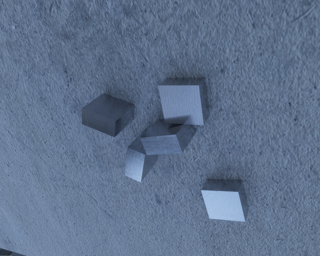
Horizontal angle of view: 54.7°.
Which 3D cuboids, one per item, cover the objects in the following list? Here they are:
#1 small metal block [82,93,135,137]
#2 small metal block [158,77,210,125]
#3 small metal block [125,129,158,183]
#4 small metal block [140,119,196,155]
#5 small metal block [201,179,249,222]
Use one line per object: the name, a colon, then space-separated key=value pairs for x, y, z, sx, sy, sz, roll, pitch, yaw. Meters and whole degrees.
small metal block: x=-0.069 y=-0.019 z=0.415 sx=0.050 sy=0.050 sz=0.025 roll=21 pitch=126 yaw=15
small metal block: x=0.030 y=-0.032 z=0.371 sx=0.050 sy=0.025 sz=0.050 roll=4 pitch=120 yaw=26
small metal block: x=-0.023 y=0.037 z=0.426 sx=0.025 sy=0.050 sz=0.050 roll=21 pitch=126 yaw=16
small metal block: x=0.011 y=0.009 z=0.390 sx=0.050 sy=0.050 sz=0.025 roll=-6 pitch=115 yaw=31
small metal block: x=0.089 y=0.097 z=0.420 sx=0.050 sy=0.025 sz=0.050 roll=-4 pitch=117 yaw=30
